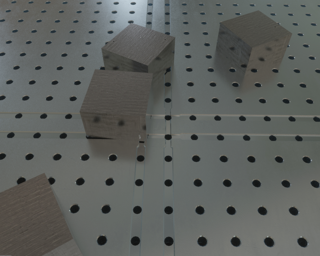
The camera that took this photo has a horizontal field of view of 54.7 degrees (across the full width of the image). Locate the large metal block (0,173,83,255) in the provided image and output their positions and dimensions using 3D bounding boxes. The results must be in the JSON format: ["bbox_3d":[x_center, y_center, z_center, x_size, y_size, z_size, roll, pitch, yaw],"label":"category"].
[{"bbox_3d":[-0.133,0.104,0.302,0.081,0.050,0.080,-25,55,-20],"label":"large metal block"}]

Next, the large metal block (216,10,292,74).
[{"bbox_3d":[0.153,-0.145,0.515,0.081,0.050,0.080,-23,54,-18],"label":"large metal block"}]

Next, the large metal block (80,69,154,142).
[{"bbox_3d":[-0.053,-0.031,0.417,0.080,0.050,0.080,5,50,3],"label":"large metal block"}]

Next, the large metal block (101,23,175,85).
[{"bbox_3d":[-0.032,-0.113,0.486,0.080,0.050,0.080,24,54,18],"label":"large metal block"}]
